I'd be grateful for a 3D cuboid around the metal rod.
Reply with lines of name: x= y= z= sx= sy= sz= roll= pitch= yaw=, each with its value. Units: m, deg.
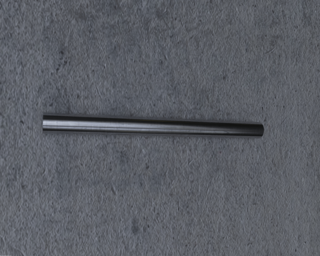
metal rod: x=0.006 y=-0.001 z=0.412 sx=0.302 sy=0.025 sz=0.025 roll=2 pitch=90 yaw=-20
